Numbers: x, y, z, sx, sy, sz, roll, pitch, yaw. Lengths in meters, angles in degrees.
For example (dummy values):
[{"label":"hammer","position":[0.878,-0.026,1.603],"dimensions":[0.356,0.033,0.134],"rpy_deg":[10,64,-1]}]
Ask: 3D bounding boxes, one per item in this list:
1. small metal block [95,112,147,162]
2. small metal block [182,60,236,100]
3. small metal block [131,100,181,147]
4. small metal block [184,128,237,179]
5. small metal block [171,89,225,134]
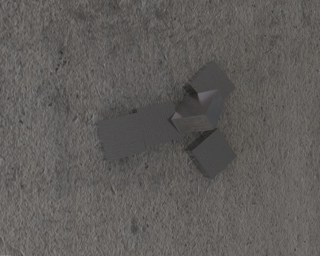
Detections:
[{"label":"small metal block","position":[-0.050,0.011,0.391],"dimensions":[0.050,0.025,0.050],"rpy_deg":[-14,95,-20]},{"label":"small metal block","position":[0.069,-0.058,0.434],"dimensions":[0.050,0.025,0.050],"rpy_deg":[-46,104,-14]},{"label":"small metal block","position":[-0.005,-0.006,0.407],"dimensions":[0.050,0.025,0.050],"rpy_deg":[-15,95,-20]},{"label":"small metal block","position":[0.071,0.035,0.435],"dimensions":[0.050,0.025,0.050],"rpy_deg":[-40,103,-16]},{"label":"small metal block","position":[0.050,-0.021,0.399],"dimensions":[0.025,0.050,0.050],"rpy_deg":[57,45,-28]}]
